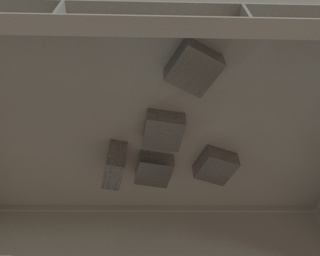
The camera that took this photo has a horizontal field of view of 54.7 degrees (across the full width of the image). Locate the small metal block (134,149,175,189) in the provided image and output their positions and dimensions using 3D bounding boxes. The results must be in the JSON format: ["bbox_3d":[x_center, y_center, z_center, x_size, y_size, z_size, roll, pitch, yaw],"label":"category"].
[{"bbox_3d":[-0.009,0.062,0.462,0.050,0.025,0.050,9,130,-9],"label":"small metal block"}]

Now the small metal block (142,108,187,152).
[{"bbox_3d":[0.004,0.003,0.412,0.050,0.025,0.050,7,130,-7],"label":"small metal block"}]

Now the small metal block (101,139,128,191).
[{"bbox_3d":[-0.064,0.052,0.436,0.025,0.050,0.050,11,129,-10],"label":"small metal block"}]

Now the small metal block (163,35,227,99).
[{"bbox_3d":[0.038,-0.068,0.352,0.050,0.025,0.050,23,126,-19],"label":"small metal block"}]

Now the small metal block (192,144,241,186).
[{"bbox_3d":[0.082,0.056,0.458,0.050,0.025,0.050,17,128,-15],"label":"small metal block"}]
